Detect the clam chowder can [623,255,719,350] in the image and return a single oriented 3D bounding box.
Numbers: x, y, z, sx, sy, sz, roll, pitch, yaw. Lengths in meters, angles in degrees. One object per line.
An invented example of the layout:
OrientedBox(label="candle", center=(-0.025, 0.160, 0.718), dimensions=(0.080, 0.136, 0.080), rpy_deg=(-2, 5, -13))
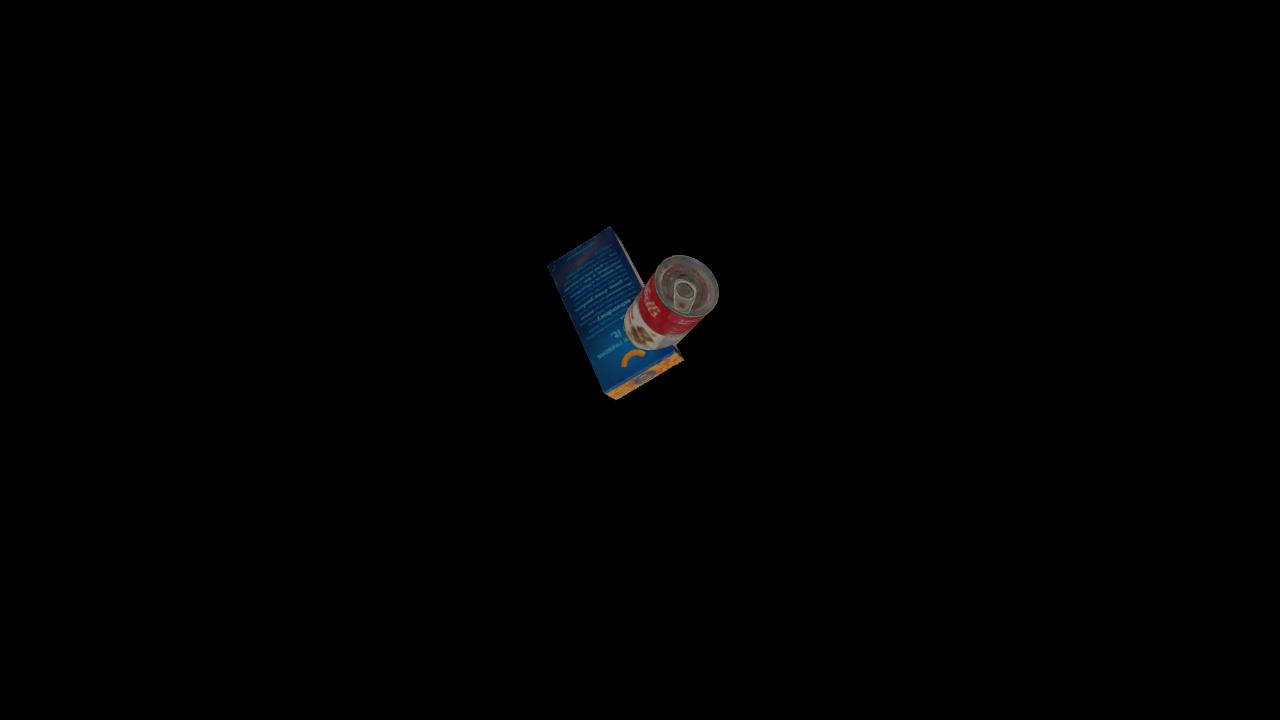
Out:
OrientedBox(label="clam chowder can", center=(0.029, -0.053, 0.633), dimensions=(0.068, 0.068, 0.102), rpy_deg=(0, -21, -20))

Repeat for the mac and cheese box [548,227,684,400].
OrientedBox(label="mac and cheese box", center=(-0.031, -0.056, 0.703), dimensions=(0.093, 0.184, 0.041), rpy_deg=(-30, -25, 9))
